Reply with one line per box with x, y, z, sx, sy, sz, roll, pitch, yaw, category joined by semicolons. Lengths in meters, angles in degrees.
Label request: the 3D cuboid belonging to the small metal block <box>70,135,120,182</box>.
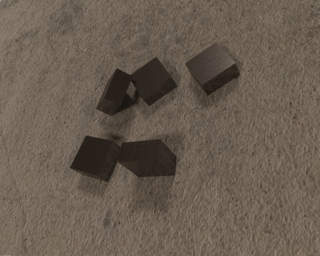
-0.086;0.041;0.422;0.050;0.025;0.050;9;66;31;small metal block

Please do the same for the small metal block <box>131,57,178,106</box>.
-0.011;-0.068;0.450;0.050;0.025;0.050;-35;52;5;small metal block

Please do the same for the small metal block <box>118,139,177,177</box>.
-0.014;0.038;0.371;0.050;0.050;0.025;-7;59;24;small metal block

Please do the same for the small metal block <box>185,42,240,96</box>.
0.070;-0.079;0.415;0.050;0.025;0.050;-34;52;5;small metal block

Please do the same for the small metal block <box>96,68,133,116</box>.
-0.067;-0.051;0.452;0.050;0.025;0.050;-32;37;61;small metal block
